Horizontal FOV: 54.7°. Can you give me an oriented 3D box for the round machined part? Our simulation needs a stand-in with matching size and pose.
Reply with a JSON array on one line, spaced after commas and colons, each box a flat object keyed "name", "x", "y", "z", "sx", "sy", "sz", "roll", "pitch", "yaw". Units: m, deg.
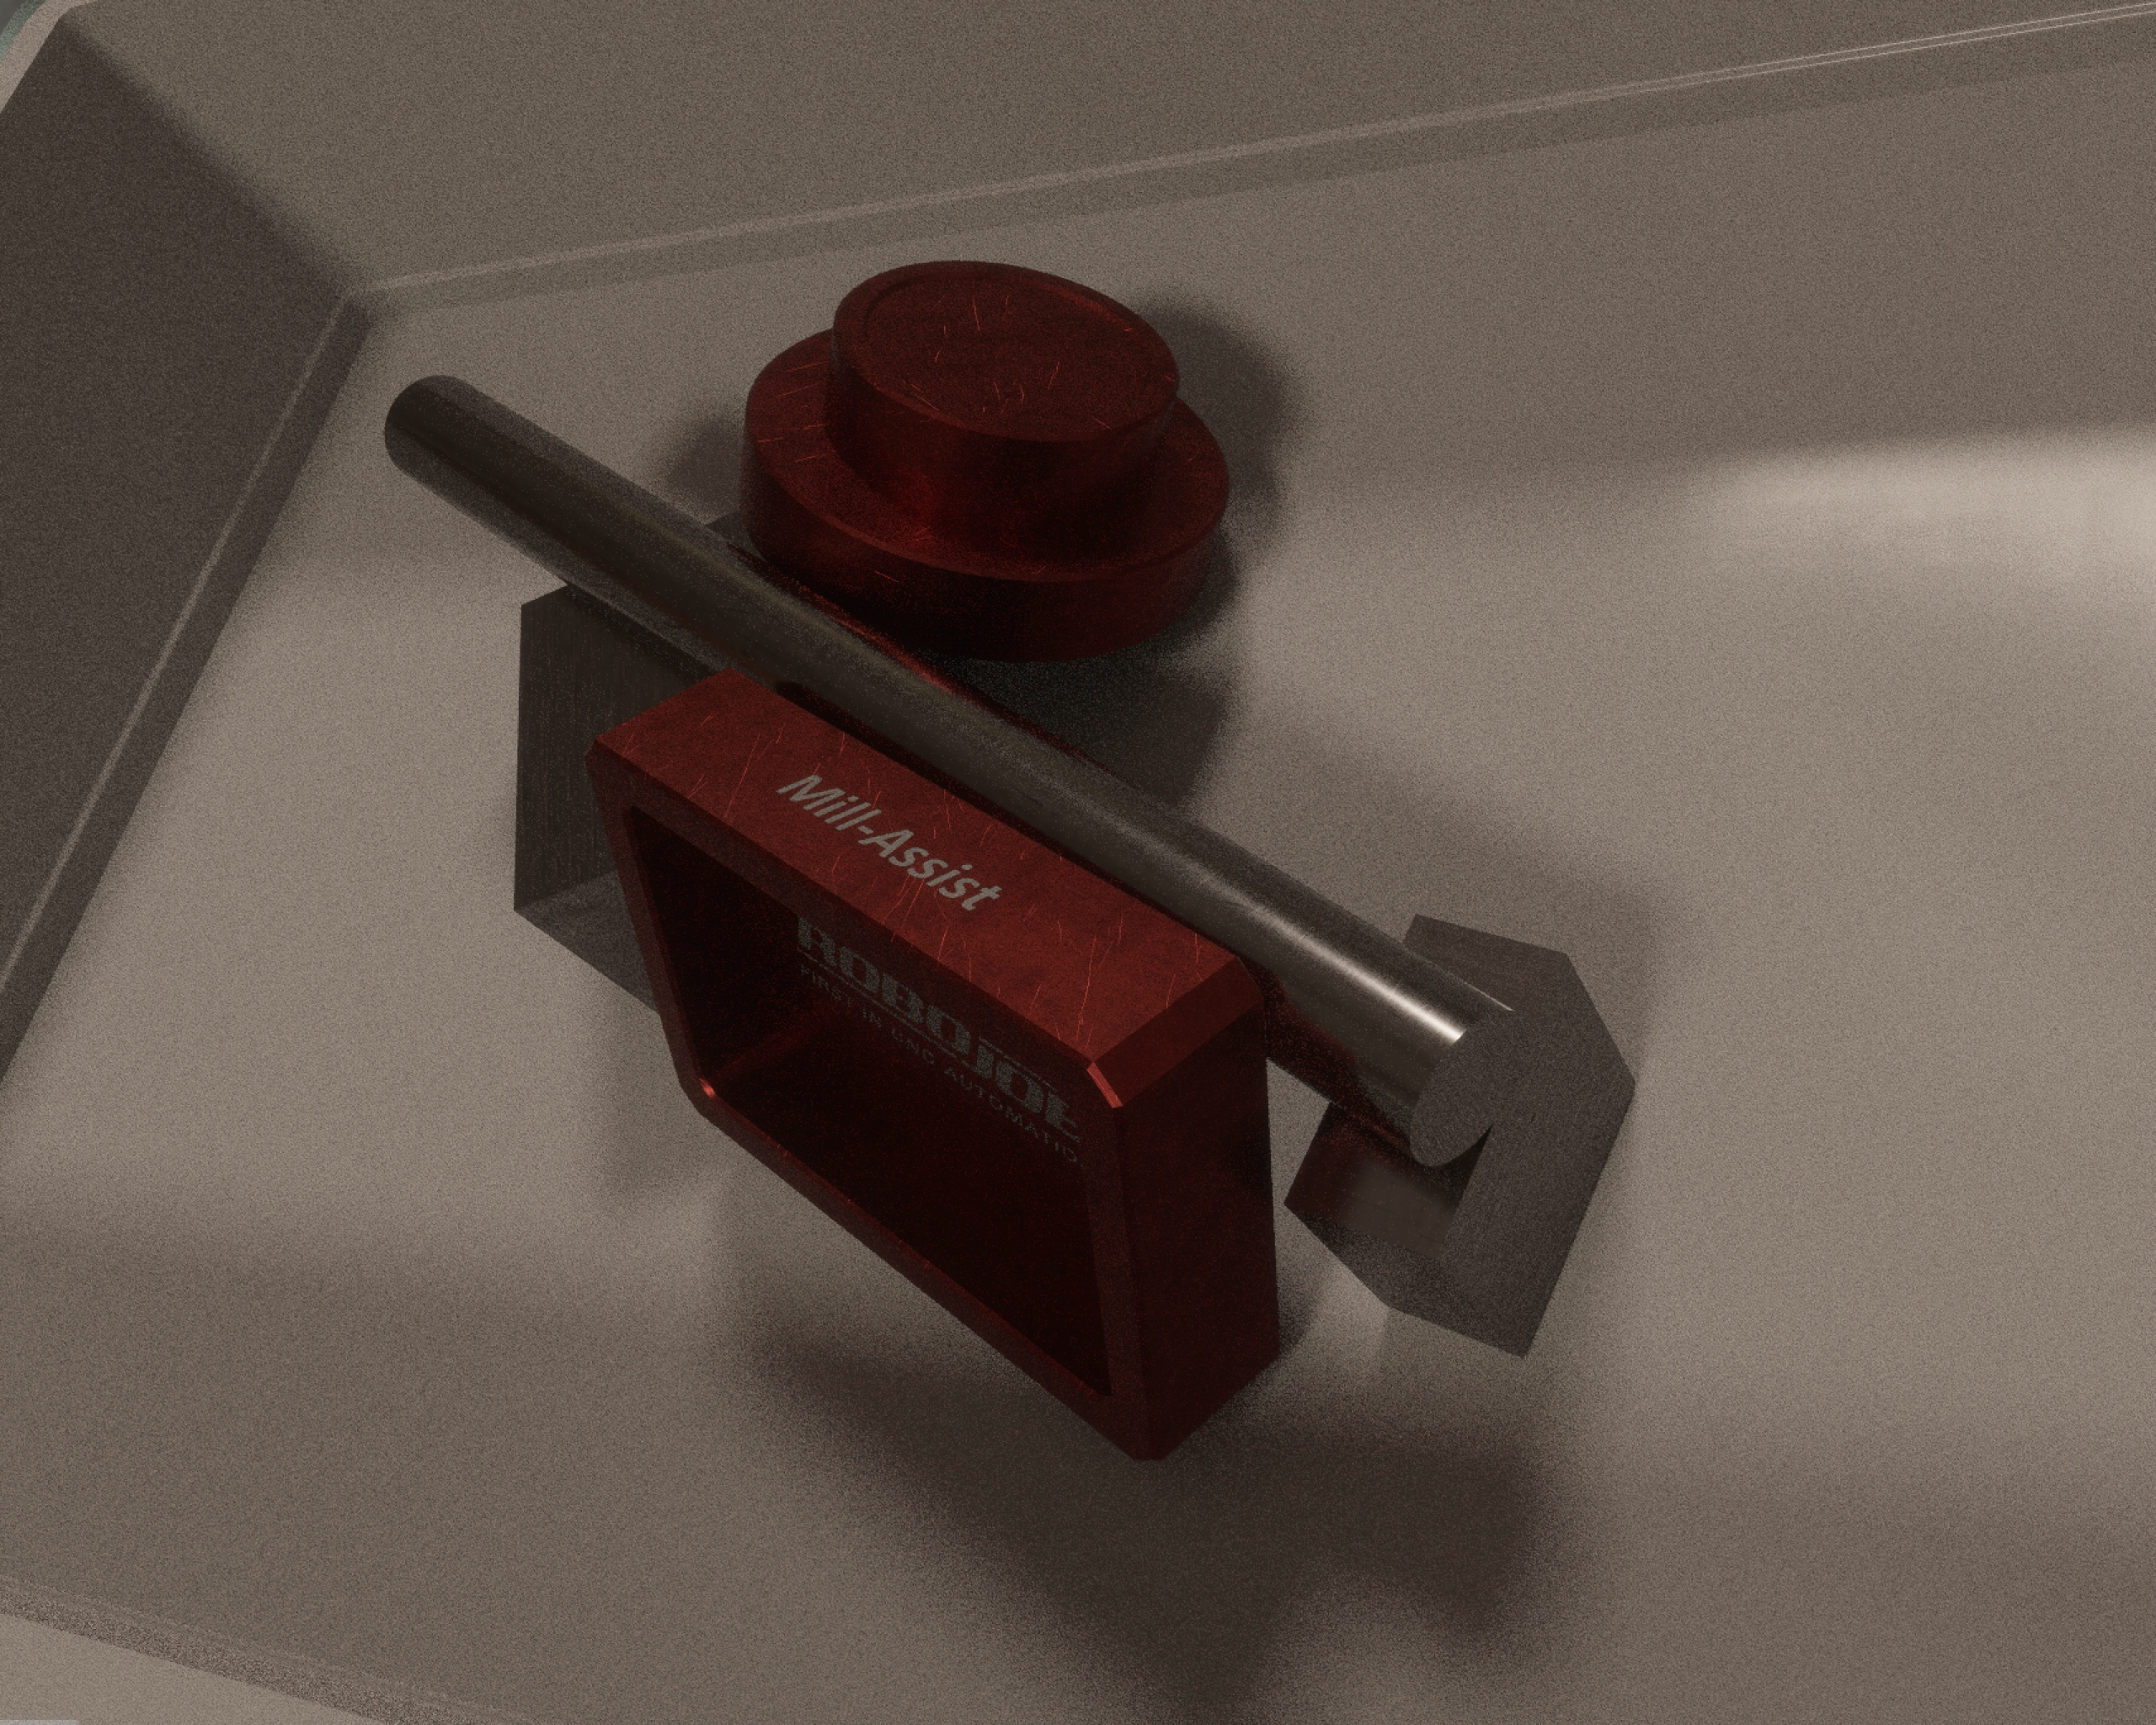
[{"name": "round machined part", "x": -0.017, "y": -0.087, "z": 0.420, "sx": 0.099, "sy": 0.042, "sz": 0.098, "roll": 8, "pitch": 42, "yaw": -7}]

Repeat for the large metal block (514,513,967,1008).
[{"name": "large metal block", "x": -0.068, "y": -0.025, "z": 0.437, "sx": 0.080, "sy": 0.050, "sz": 0.080, "roll": -20, "pitch": 54, "yaw": 16}]

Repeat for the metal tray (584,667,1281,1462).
[{"name": "metal tray", "x": -0.026, "y": 0.031, "z": 0.351, "sx": 0.030, "sy": 0.089, "sz": 0.130, "roll": -34, "pitch": 46, "yaw": -30}]

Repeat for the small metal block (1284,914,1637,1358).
[{"name": "small metal block", "x": 0.062, "y": 0.044, "z": 0.328, "sx": 0.025, "sy": 0.050, "sz": 0.050, "roll": 15, "pitch": 70, "yaw": 34}]

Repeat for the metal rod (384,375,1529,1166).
[{"name": "metal rod", "x": -0.045, "y": -0.033, "z": 0.381, "sx": 0.300, "sy": 0.025, "sz": 0.025, "roll": 33, "pitch": 80, "yaw": 38}]
